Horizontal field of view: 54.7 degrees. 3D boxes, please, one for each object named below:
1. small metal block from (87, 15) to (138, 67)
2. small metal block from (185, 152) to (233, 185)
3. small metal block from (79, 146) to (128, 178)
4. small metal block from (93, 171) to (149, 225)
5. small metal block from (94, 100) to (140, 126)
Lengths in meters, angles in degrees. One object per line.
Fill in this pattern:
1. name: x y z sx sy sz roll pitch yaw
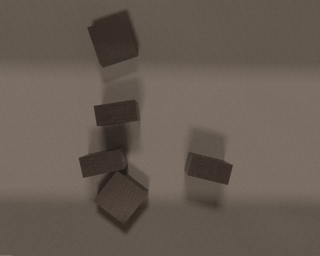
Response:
1. small metal block: -0.062 -0.114 0.411 0.050 0.025 0.050 -19 90 -1
2. small metal block: 0.061 0.051 0.400 0.050 0.050 0.025 14 90 -1
3. small metal block: -0.071 0.043 0.398 0.050 0.050 0.025 -12 90 0
4. small metal block: -0.051 0.090 0.411 0.050 0.025 0.050 38 90 -1
5. small metal block: -0.053 -0.018 0.398 0.050 0.050 0.025 -9 90 0
